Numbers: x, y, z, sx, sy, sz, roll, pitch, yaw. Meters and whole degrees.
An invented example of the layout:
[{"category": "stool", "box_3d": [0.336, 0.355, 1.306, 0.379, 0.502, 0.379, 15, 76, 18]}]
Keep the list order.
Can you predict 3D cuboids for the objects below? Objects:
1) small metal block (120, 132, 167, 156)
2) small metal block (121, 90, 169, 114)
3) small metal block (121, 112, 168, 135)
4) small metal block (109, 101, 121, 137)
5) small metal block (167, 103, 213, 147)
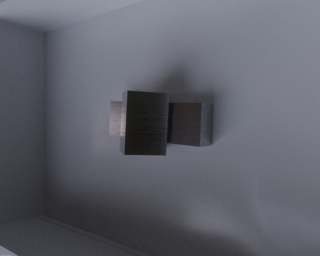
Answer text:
[{"category": "small metal block", "box_3d": [-0.023, 0.019, 0.392, 0.050, 0.050, 0.025, -172, 84, -76]}, {"category": "small metal block", "box_3d": [-0.020, -0.031, 0.389, 0.050, 0.050, 0.025, -169, 81, -76]}, {"category": "small metal block", "box_3d": [-0.021, -0.006, 0.391, 0.050, 0.050, 0.025, -172, 84, -76]}, {"category": "small metal block", "box_3d": [-0.045, -0.012, 0.440, 0.050, 0.025, 0.050, 5, 93, 39]}, {"category": "small metal block", "box_3d": [0.035, -0.005, 0.375, 0.050, 0.025, 0.050, 4, 93, 39]}]
